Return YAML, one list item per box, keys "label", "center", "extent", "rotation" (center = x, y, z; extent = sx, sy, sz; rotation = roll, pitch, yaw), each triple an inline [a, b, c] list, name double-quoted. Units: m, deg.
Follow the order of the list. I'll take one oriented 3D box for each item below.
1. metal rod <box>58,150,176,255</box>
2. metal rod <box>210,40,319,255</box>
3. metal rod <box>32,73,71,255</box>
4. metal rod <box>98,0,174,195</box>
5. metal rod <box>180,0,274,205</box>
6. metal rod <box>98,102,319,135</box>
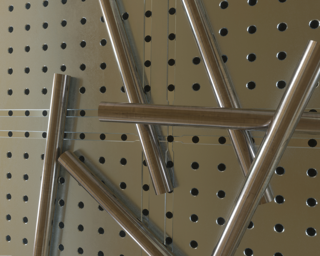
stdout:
- label: "metal rod"
  center: [-0.033, 0.138, 0.424]
  extent: [0.300, 0.025, 0.025]
  rotation: [41, 103, 15]
- label: "metal rod"
  center: [0.109, 0.054, 0.342]
  extent: [0.025, 0.025, 0.298]
  rotation: [25, 110, 18]
- label: "metal rod"
  center: [-0.166, 0.068, 0.472]
  extent: [0.025, 0.025, 0.298]
  rotation: [9, 93, 20]
- label: "metal rod"
  center: [-0.037, -0.057, 0.426]
  extent: [0.025, 0.025, 0.299]
  rotation: [-19, 84, 19]
- label: "metal rod"
  center: [0.076, -0.053, 0.385]
  extent: [0.025, 0.025, 0.299]
  rotation: [-21, 83, 19]
- label: "metal rod"
  center: [0.077, -0.011, 0.356]
  extent: [0.301, 0.025, 0.025]
  rotation: [3, 91, 9]
